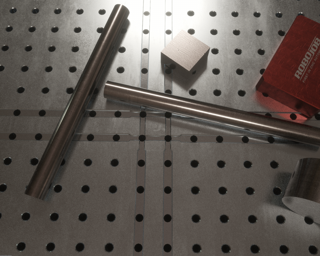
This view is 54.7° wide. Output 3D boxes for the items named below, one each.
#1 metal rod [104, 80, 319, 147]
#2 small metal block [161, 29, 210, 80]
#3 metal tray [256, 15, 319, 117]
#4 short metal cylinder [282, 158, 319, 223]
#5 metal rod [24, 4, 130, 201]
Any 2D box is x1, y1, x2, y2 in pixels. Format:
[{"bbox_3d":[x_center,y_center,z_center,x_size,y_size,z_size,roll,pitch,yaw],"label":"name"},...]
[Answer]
[{"bbox_3d":[0.072,-0.020,0.419,0.302,0.025,0.025,13,71,4],"label":"metal rod"},{"bbox_3d":[0.036,-0.107,0.451,0.050,0.025,0.050,37,74,12],"label":"small metal block"},{"bbox_3d":[0.209,-0.091,0.445,0.090,0.030,0.130,30,72,10],"label":"metal tray"},{"bbox_3d":[0.190,0.076,0.357,0.080,0.080,0.050,27,72,9],"label":"short metal cylinder"},{"bbox_3d":[-0.106,-0.049,0.428,0.025,0.025,0.299,18,71,6],"label":"metal rod"}]
